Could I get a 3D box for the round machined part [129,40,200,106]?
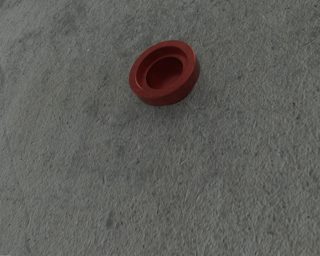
[{"bbox_3d":[0.009,-0.071,0.433,0.098,0.042,0.098,-13,56,21],"label":"round machined part"}]
